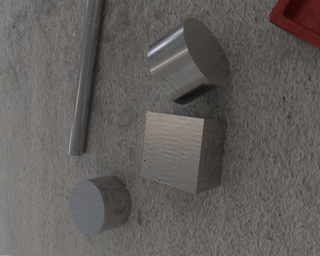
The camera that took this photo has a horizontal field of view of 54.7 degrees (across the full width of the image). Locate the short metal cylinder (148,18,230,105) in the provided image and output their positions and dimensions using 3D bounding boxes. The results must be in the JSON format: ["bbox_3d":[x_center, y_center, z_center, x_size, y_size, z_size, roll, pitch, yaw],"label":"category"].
[{"bbox_3d":[0.033,-0.072,0.342,0.050,0.081,0.080,-25,74,37],"label":"short metal cylinder"}]

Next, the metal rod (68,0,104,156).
[{"bbox_3d":[-0.118,-0.103,0.502,0.025,0.025,0.298,15,100,39],"label":"metal rod"}]

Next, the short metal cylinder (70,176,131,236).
[{"bbox_3d":[-0.089,0.114,0.463,0.080,0.050,0.080,0,90,40],"label":"short metal cylinder"}]

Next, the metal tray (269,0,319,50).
[{"bbox_3d":[0.172,-0.101,0.259,0.130,0.030,0.089,44,116,31],"label":"metal tray"}]

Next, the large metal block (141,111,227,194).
[{"bbox_3d":[0.027,0.025,0.366,0.080,0.050,0.079,10,96,39],"label":"large metal block"}]
